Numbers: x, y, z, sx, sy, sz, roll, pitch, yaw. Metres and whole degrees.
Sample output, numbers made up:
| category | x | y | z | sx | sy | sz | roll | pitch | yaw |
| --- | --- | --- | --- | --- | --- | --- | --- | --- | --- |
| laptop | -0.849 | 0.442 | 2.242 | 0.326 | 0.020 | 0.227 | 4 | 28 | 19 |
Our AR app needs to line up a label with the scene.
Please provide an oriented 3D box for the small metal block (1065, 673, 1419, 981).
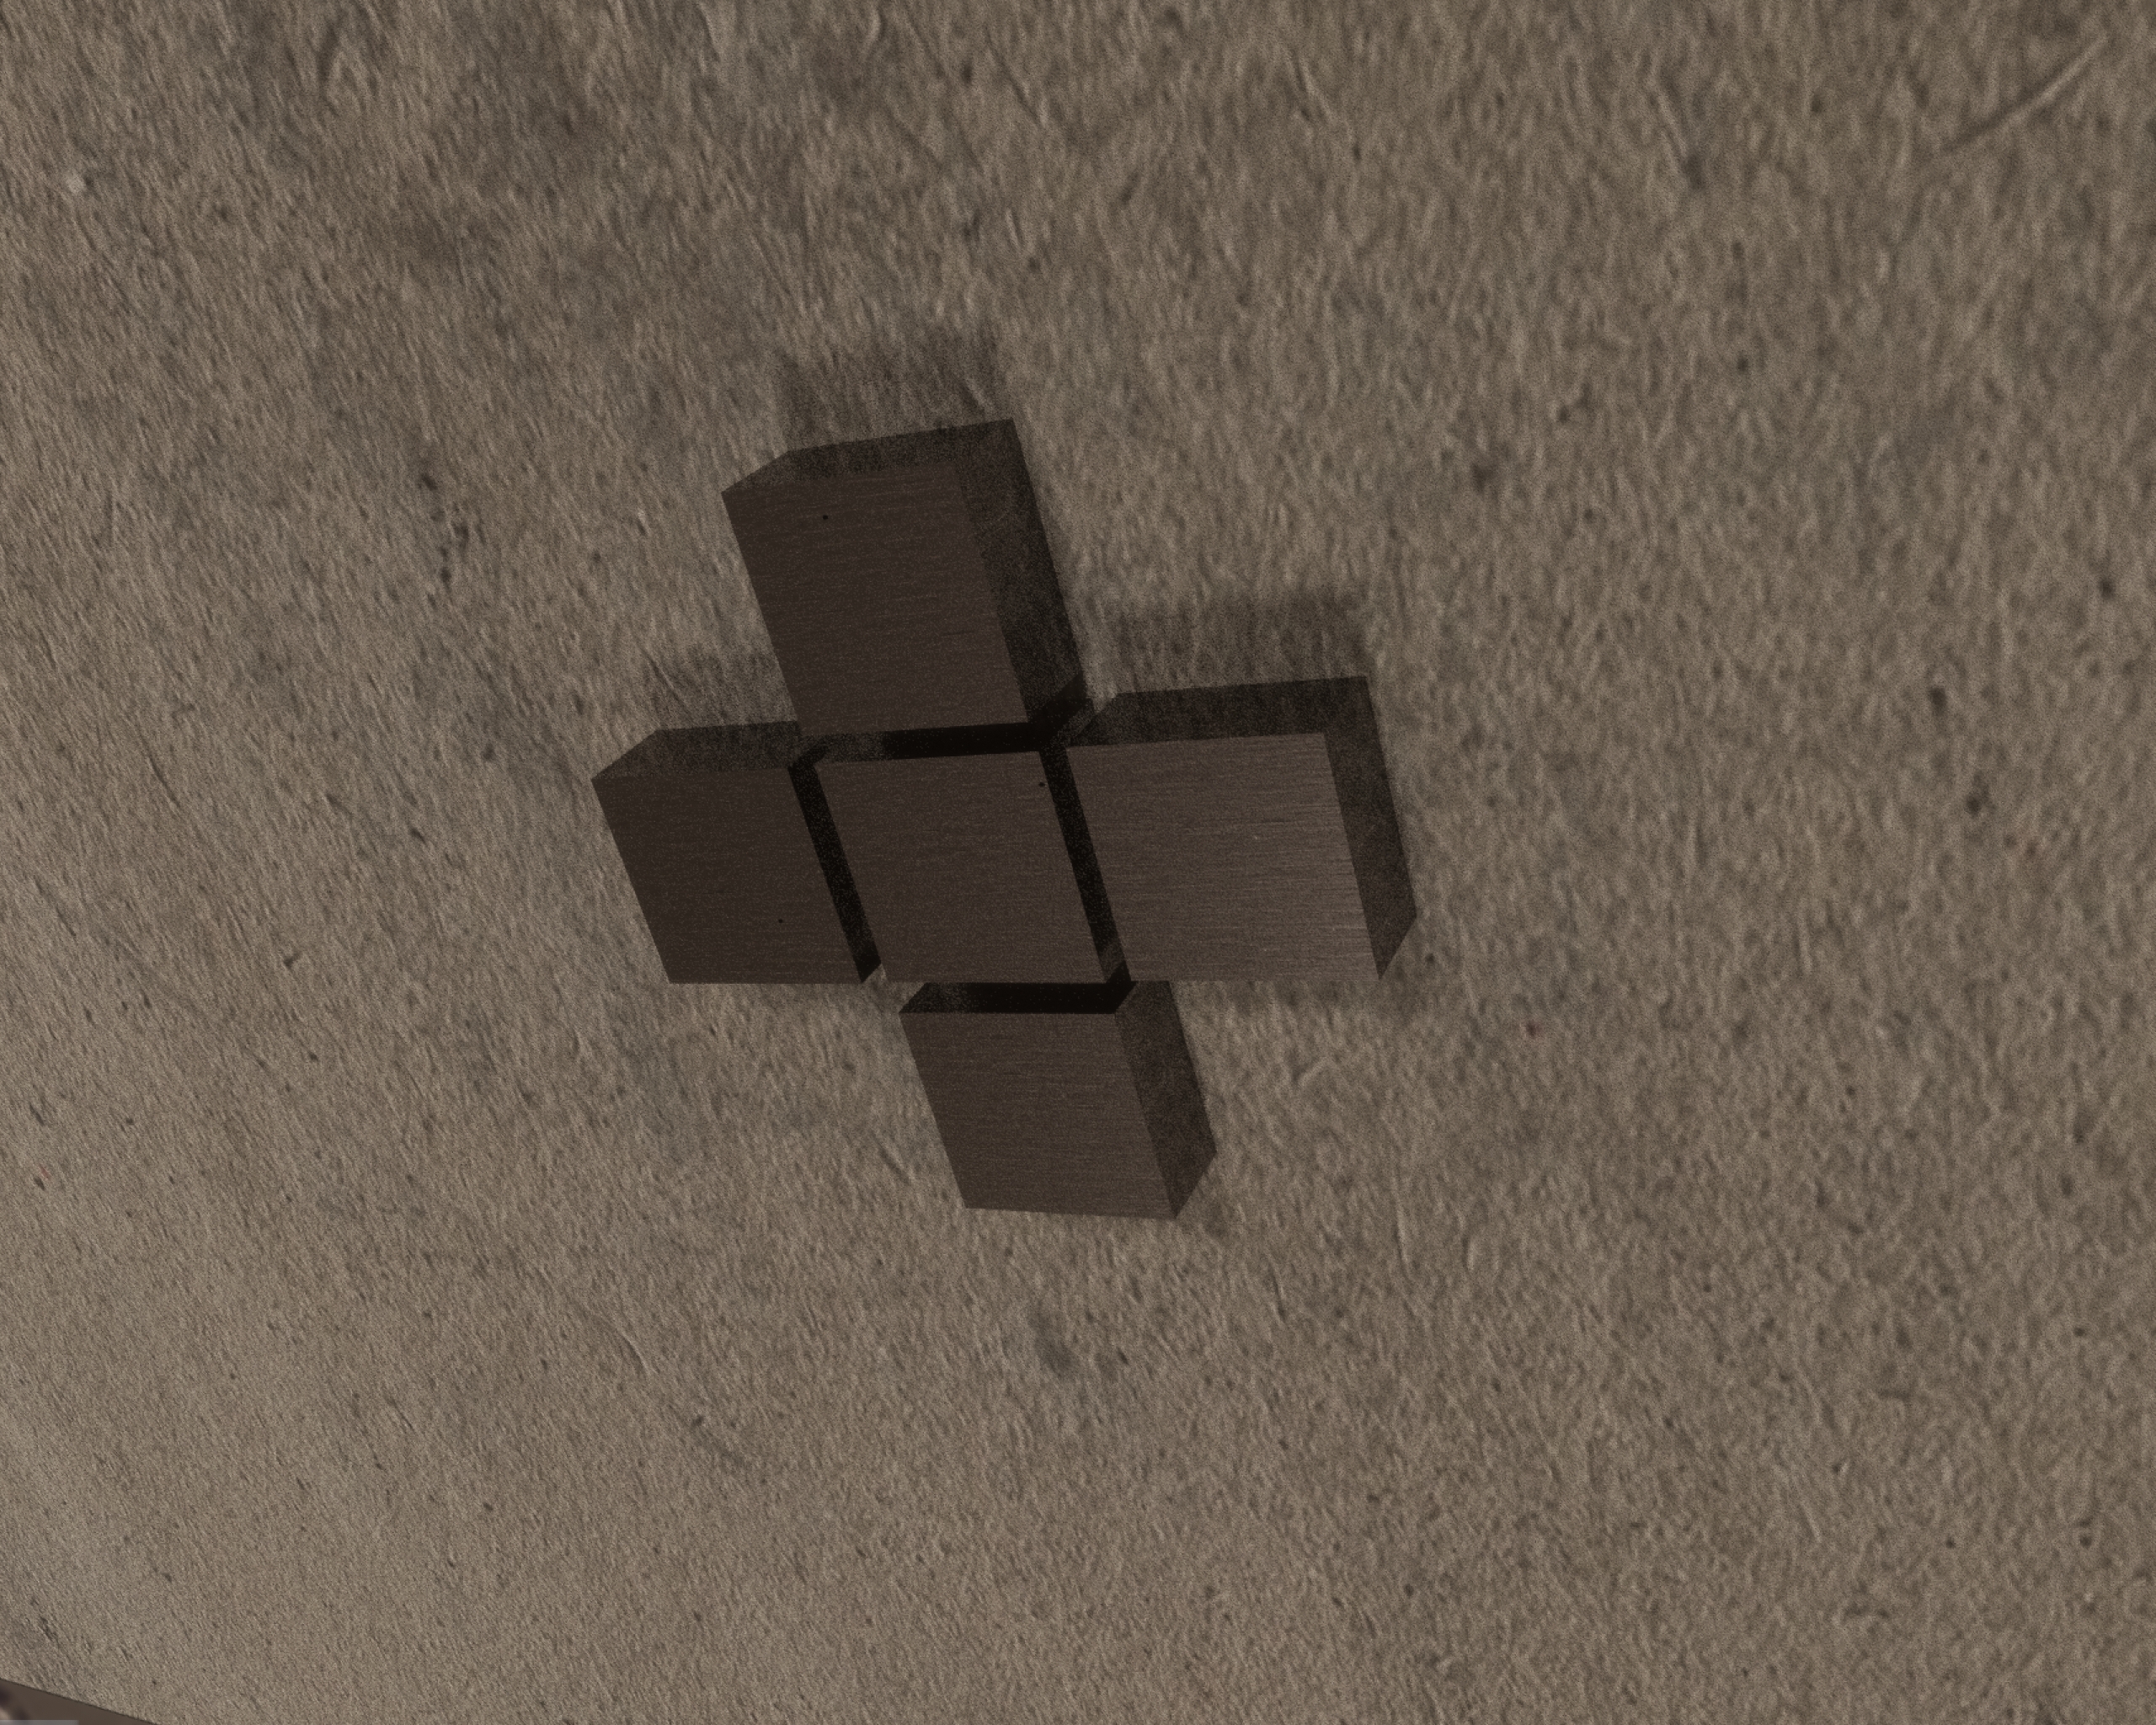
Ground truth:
| category | x | y | z | sx | sy | sz | roll | pitch | yaw |
| --- | --- | --- | --- | --- | --- | --- | --- | --- | --- |
| small metal block | 0.031 | -0.006 | 0.387 | 0.050 | 0.025 | 0.050 | -2 | 118 | 28 |

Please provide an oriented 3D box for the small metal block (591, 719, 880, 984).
| category | x | y | z | sx | sy | sz | roll | pitch | yaw |
| --- | --- | --- | --- | --- | --- | --- | --- | --- | --- |
| small metal block | -0.068 | -0.002 | 0.441 | 0.050 | 0.025 | 0.050 | -2 | 118 | 28 |

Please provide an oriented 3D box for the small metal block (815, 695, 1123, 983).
| category | x | y | z | sx | sy | sz | roll | pitch | yaw |
| --- | --- | --- | --- | --- | --- | --- | --- | --- | --- |
| small metal block | -0.018 | -0.004 | 0.414 | 0.050 | 0.025 | 0.050 | -2 | 118 | 28 |

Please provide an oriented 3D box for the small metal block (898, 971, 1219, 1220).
| category | x | y | z | sx | sy | sz | roll | pitch | yaw |
| --- | --- | --- | --- | --- | --- | --- | --- | --- | --- |
| small metal block | -0.003 | 0.046 | 0.437 | 0.050 | 0.025 | 0.050 | -2 | 118 | 29 |

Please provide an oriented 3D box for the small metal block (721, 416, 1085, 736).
| category | x | y | z | sx | sy | sz | roll | pitch | yaw |
| --- | --- | --- | --- | --- | --- | --- | --- | --- | --- |
| small metal block | -0.032 | -0.053 | 0.391 | 0.050 | 0.025 | 0.050 | -2 | 118 | 28 |
